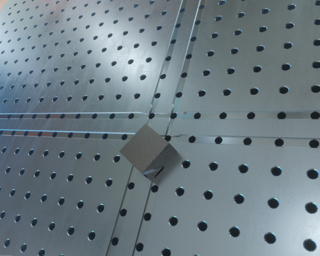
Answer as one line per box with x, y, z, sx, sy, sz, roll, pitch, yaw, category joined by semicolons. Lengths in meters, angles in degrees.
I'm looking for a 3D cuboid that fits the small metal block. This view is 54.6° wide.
-0.016;0.030;0.399;0.050;0.025;0.050;-47;51;-5;small metal block
